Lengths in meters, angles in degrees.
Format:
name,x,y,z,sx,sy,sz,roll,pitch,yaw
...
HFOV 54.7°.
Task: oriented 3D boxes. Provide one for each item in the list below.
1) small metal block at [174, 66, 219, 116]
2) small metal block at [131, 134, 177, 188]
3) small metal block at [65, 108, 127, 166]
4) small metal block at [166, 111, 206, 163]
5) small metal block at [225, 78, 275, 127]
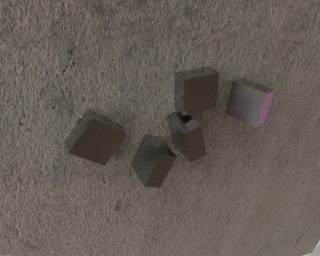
name,x,y,z,sx,sy,sz,roll,pitch,yaw
small metal block,0.047,-0.048,0.402,0.050,0.025,0.050,-15,125,-20
small metal block,-0.010,0.043,0.412,0.025,0.050,0.050,13,111,-34
small metal block,-0.077,0.012,0.372,0.050,0.025,0.050,28,103,-38
small metal block,0.035,0.010,0.416,0.025,0.050,0.050,-25,128,-13
small metal block,0.125,-0.036,0.433,0.025,0.050,0.050,-23,131,-45
